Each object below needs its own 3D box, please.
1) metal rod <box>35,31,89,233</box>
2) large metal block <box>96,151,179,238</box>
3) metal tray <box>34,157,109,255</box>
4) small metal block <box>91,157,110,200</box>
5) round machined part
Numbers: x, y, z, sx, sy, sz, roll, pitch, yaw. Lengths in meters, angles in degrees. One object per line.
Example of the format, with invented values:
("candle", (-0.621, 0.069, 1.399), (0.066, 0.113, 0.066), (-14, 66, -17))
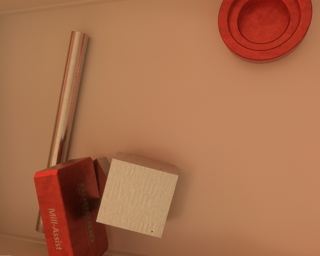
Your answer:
("metal rod", (-0.146, 0.009, 0.460), (0.025, 0.025, 0.298), (13, 94, 19))
("large metal block", (-0.027, 0.082, 0.393), (0.080, 0.050, 0.079), (15, 95, -1))
("metal tray", (-0.105, 0.108, 0.384), (0.030, 0.090, 0.129), (-10, 92, 13))
("small metal block", (-0.091, 0.076, 0.441), (0.050, 0.025, 0.050), (-32, 80, 17))
("round machined part", (0.120, -0.123, 0.359), (0.098, 0.042, 0.097), (0, 90, 19))
